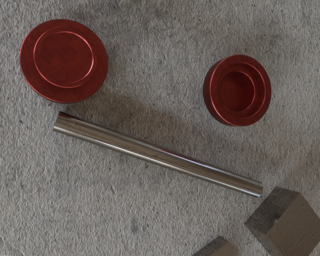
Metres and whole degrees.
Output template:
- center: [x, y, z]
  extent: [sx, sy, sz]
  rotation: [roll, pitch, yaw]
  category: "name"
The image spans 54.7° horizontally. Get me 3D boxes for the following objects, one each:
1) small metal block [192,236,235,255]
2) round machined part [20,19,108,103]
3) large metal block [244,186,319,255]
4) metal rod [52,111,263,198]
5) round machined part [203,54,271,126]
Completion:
- center: [0.081, 0.192, 0.439]
  extent: [0.050, 0.025, 0.050]
  rotation: [-29, 100, -18]
  category: "small metal block"
- center: [-0.109, -0.078, 0.360]
  extent: [0.099, 0.042, 0.097]
  rotation: [0, 90, -20]
  category: "round machined part"
- center: [0.189, 0.149, 0.466]
  extent: [0.080, 0.050, 0.080]
  rotation: [-43, 104, -15]
  category: "large metal block"
- center: [0.011, 0.042, 0.413]
  extent: [0.302, 0.025, 0.025]
  rotation: [21, 83, -19]
  category: "metal rod"
- center: [0.104, -0.051, 0.438]
  extent: [0.099, 0.042, 0.097]
  rotation: [0, 90, -20]
  category: "round machined part"
